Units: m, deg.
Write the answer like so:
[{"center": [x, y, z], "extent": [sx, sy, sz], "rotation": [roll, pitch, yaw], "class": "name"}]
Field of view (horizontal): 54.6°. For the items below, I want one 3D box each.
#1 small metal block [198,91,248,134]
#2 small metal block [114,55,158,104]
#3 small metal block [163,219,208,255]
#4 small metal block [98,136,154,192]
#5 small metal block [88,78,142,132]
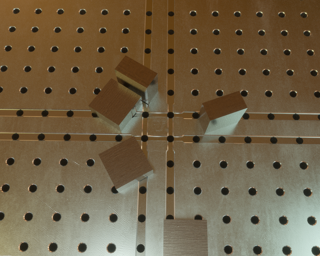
[{"center": [0.080, -0.019, 0.406], "extent": [0.050, 0.050, 0.025], "rotation": [-19, 71, -7], "class": "small metal block"}, {"center": [-0.031, -0.064, 0.422], "extent": [0.050, 0.050, 0.025], "rotation": [31, 73, 11], "class": "small metal block"}, {"center": [0.029, 0.134, 0.363], "extent": [0.050, 0.025, 0.050], "rotation": [1, 70, 0], "class": "small metal block"}, {"center": [-0.043, 0.046, 0.395], "extent": [0.050, 0.025, 0.050], "rotation": [-28, 72, -10], "class": "small metal block"}, {"center": [-0.060, -0.031, 0.423], "extent": [0.050, 0.025, 0.050], "rotation": [32, 73, 11], "class": "small metal block"}]
